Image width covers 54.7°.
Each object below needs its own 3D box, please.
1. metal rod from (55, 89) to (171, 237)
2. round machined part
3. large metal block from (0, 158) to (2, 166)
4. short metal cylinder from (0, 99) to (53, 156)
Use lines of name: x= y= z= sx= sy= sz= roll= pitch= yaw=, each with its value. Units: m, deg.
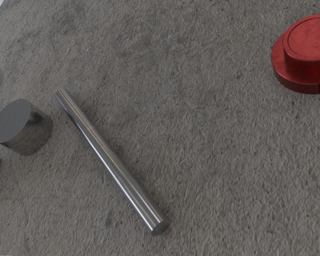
metal rod: x=-0.082 y=0.027 z=0.430 sx=0.025 sy=0.025 sz=0.300 roll=-44 pitch=51 yaw=-2
round machined part: x=0.179 y=-0.090 z=0.355 sx=0.098 sy=0.042 sz=0.098 roll=-13 pitch=56 yaw=21
large metal block: x=-0.317 y=0.084 z=0.503 sx=0.080 sy=0.050 sz=0.080 roll=-13 pitch=56 yaw=21
short metal cylinder: x=-0.224 y=-0.001 z=0.506 sx=0.080 sy=0.050 sz=0.080 roll=-13 pitch=56 yaw=21
